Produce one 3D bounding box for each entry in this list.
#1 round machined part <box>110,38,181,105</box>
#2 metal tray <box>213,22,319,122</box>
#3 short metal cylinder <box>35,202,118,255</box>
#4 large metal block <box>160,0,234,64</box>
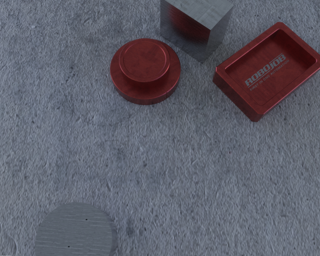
[{"bbox_3d":[-0.020,-0.084,0.430,0.099,0.042,0.098,0,70,0],"label":"round machined part"},{"bbox_3d":[0.152,-0.081,0.436,0.131,0.030,0.090,-37,74,-13],"label":"metal tray"},{"bbox_3d":[-0.090,0.127,0.348,0.081,0.050,0.080,0,70,0],"label":"short metal cylinder"},{"bbox_3d":[0.047,-0.149,0.434,0.080,0.080,0.050,38,74,12],"label":"large metal block"}]
